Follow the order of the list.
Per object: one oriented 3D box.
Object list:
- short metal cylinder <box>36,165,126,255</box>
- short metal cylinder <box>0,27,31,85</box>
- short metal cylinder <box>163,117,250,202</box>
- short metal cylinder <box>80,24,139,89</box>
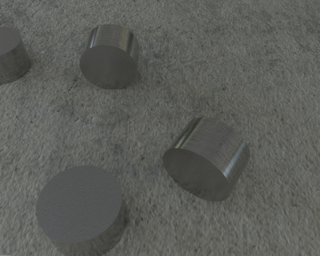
[{"bbox_3d":[-0.077,0.085,0.314,0.081,0.050,0.080,0,50,0],"label":"short metal cylinder"},{"bbox_3d":[-0.249,-0.112,0.478,0.081,0.050,0.080,0,50,0],"label":"short metal cylinder"},{"bbox_3d":[0.050,0.035,0.339,0.080,0.080,0.050,26,55,20],"label":"short metal cylinder"},{"bbox_3d":[-0.072,-0.103,0.453,0.081,0.080,0.050,1,50,1],"label":"short metal cylinder"}]
